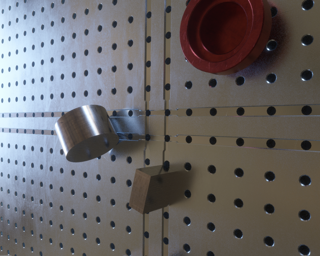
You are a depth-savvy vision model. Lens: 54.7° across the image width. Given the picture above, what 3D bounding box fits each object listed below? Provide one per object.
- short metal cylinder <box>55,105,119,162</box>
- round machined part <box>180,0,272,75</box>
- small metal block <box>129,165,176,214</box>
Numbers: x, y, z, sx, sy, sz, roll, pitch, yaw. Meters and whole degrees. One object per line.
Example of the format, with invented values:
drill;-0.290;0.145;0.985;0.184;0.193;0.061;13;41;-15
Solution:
short metal cylinder;-0.108;0.009;0.460;0.080;0.081;0.050;-42;65;32
round machined part;0.073;-0.106;0.337;0.098;0.042;0.097;0;90;39
small metal block;-0.009;0.078;0.399;0.025;0.050;0.050;20;103;38
